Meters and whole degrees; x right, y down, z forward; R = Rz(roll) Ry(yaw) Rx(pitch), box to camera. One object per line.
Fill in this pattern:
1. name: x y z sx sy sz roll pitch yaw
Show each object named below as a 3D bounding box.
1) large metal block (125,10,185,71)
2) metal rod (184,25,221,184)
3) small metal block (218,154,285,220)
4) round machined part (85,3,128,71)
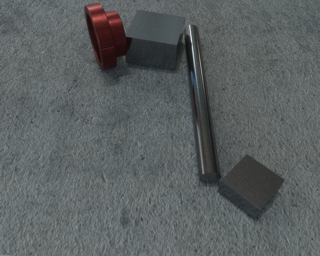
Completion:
1. large metal block: -0.007 -0.144 0.506 0.080 0.050 0.080 11 51 5
2. metal rod: 0.056 -0.057 0.451 0.025 0.025 0.300 0 50 -1
3. small metal block: 0.102 0.065 0.350 0.050 0.025 0.050 37 59 26
4. round machined part: -0.080 -0.140 0.473 0.042 0.097 0.098 -17 52 -14
